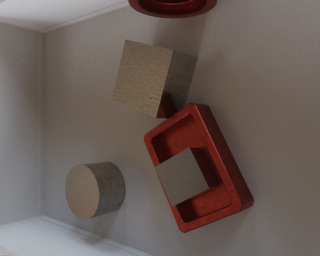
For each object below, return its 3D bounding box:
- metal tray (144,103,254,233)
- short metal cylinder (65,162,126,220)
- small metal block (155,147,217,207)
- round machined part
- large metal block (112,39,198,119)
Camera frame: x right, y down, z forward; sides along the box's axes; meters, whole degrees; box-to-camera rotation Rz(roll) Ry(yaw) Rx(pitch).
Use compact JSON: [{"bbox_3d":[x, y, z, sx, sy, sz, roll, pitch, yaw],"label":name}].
[{"bbox_3d":[0.041,0.047,0.368,0.090,0.030,0.130,-35,69,34],"label":"metal tray"},{"bbox_3d":[-0.098,0.093,0.469,0.080,0.050,0.079,0,90,39],"label":"short metal cylinder"},{"bbox_3d":[0.029,0.056,0.358,0.050,0.025,0.050,-33,70,22],"label":"small metal block"},{"bbox_3d":[0.014,-0.160,0.346,0.098,0.099,0.042,1,91,39],"label":"round machined part"},{"bbox_3d":[-0.008,-0.062,0.395,0.080,0.050,0.079,23,105,37],"label":"large metal block"}]
